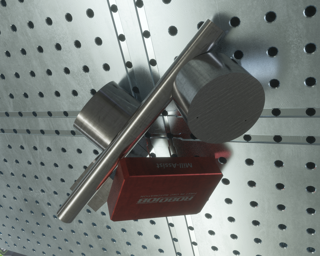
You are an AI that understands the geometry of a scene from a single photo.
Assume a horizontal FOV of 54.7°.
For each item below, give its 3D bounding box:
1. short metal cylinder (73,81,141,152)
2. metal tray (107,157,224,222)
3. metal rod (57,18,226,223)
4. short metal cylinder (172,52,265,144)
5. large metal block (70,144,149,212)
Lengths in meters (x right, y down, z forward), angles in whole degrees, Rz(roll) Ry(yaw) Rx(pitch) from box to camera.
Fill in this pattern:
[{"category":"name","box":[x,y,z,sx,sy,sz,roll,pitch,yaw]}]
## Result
[{"category":"short metal cylinder","box":[-0.064,-0.014,0.399,0.050,0.080,0.080,40,129,1]},{"category":"metal tray","box":[0.005,0.078,0.401,0.131,0.030,0.089,2,131,-23]},{"category":"metal rod","box":[-0.033,0.005,0.361,0.025,0.025,0.299,40,108,1]},{"category":"short metal cylinder","box":[0.058,-0.031,0.319,0.081,0.050,0.079,-9,126,-12]},{"category":"large metal block","box":[-0.073,0.063,0.450,0.050,0.080,0.080,43,129,-2]}]
